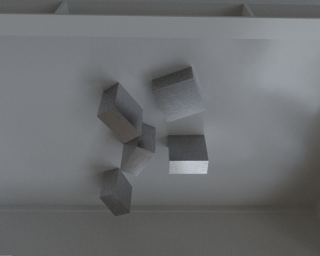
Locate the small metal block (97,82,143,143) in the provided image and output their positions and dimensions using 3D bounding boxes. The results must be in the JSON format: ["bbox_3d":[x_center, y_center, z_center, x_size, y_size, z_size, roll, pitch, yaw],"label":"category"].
[{"bbox_3d":[-0.046,-0.019,0.376,0.025,0.050,0.050,-27,125,21],"label":"small metal block"}]

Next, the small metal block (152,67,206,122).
[{"bbox_3d":[0.023,-0.040,0.375,0.050,0.025,0.050,-17,128,14],"label":"small metal block"}]

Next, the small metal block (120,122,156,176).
[{"bbox_3d":[-0.029,0.028,0.416,0.025,0.050,0.050,23,126,-19],"label":"small metal block"}]

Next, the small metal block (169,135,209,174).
[{"bbox_3d":[0.037,0.035,0.423,0.050,0.050,0.025,0,130,0],"label":"small metal block"}]

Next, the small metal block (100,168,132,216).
[{"bbox_3d":[-0.066,0.098,0.475,0.025,0.050,0.050,-16,128,13],"label":"small metal block"}]
